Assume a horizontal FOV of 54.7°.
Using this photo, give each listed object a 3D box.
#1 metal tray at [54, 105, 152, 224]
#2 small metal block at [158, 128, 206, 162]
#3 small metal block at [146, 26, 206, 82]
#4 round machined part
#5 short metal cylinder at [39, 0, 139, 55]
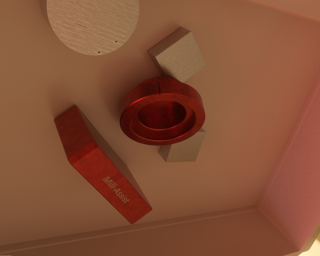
[{"bbox_3d":[-0.064,0.044,0.359,0.030,0.090,0.130,-36,130,-5],"label":"metal tray"},{"bbox_3d":[0.031,0.021,0.441,0.050,0.025,0.050,2,117,-30],"label":"small metal block"},{"bbox_3d":[0.020,-0.083,0.370,0.050,0.025,0.050,-37,130,-4],"label":"small metal block"},{"bbox_3d":[0.002,-0.023,0.369,0.099,0.042,0.097,-4,144,-3],"label":"round machined part"},{"bbox_3d":[-0.066,-0.114,0.287,0.081,0.050,0.079,-14,125,-21],"label":"short metal cylinder"}]
